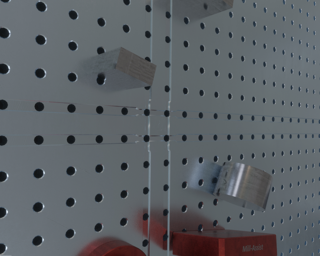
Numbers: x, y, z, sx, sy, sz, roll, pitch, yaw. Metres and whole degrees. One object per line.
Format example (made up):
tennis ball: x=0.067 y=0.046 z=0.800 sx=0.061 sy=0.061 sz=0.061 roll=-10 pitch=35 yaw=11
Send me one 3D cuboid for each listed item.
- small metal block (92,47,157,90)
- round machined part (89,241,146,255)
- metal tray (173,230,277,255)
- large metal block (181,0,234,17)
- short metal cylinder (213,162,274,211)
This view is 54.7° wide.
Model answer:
small metal block: x=-0.041 y=-0.067 z=0.358 sx=0.050 sy=0.050 sz=0.025 roll=20 pitch=77 yaw=-38
round machined part: x=-0.048 y=0.187 z=0.359 sx=0.099 sy=0.042 sz=0.097 roll=0 pitch=90 yaw=-40
metal tray: x=0.094 y=0.166 z=0.442 sx=0.131 sy=0.090 sz=0.030 roll=14 pitch=72 yaw=-39
large metal block: x=0.065 y=-0.221 z=0.447 sx=0.081 sy=0.050 sz=0.080 roll=16 pitch=80 yaw=-39
short metal cylinder: x=0.129 y=0.091 z=0.481 sx=0.080 sy=0.080 sz=0.050 roll=33 pitch=70 yaw=-35
